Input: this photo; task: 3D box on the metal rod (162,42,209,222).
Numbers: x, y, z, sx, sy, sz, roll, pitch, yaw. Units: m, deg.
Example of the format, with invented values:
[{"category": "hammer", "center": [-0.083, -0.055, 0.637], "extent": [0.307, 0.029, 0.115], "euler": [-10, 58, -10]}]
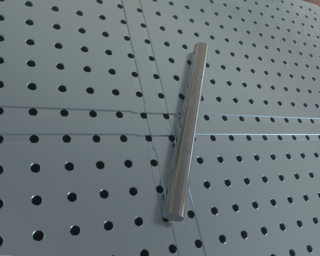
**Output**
[{"category": "metal rod", "center": [0.042, -0.017, 0.440], "extent": [0.025, 0.025, 0.300], "euler": [23, 53, -14]}]
